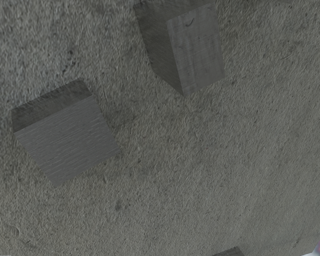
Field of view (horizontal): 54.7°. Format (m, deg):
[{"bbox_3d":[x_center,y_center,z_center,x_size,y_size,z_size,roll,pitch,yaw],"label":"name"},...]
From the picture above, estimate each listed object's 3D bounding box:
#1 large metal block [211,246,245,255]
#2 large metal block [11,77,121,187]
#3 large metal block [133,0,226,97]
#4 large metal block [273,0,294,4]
[{"bbox_3d":[0.139,0.310,0.658,0.081,0.050,0.079,-9,123,-24],"label":"large metal block"},{"bbox_3d":[-0.100,0.004,0.338,0.080,0.050,0.080,-28,128,-11],"label":"large metal block"},{"bbox_3d":[0.020,-0.091,0.325,0.050,0.080,0.080,-27,128,-12],"label":"large metal block"},{"bbox_3d":[0.122,-0.193,0.337,0.081,0.050,0.079,11,113,-33],"label":"large metal block"}]
